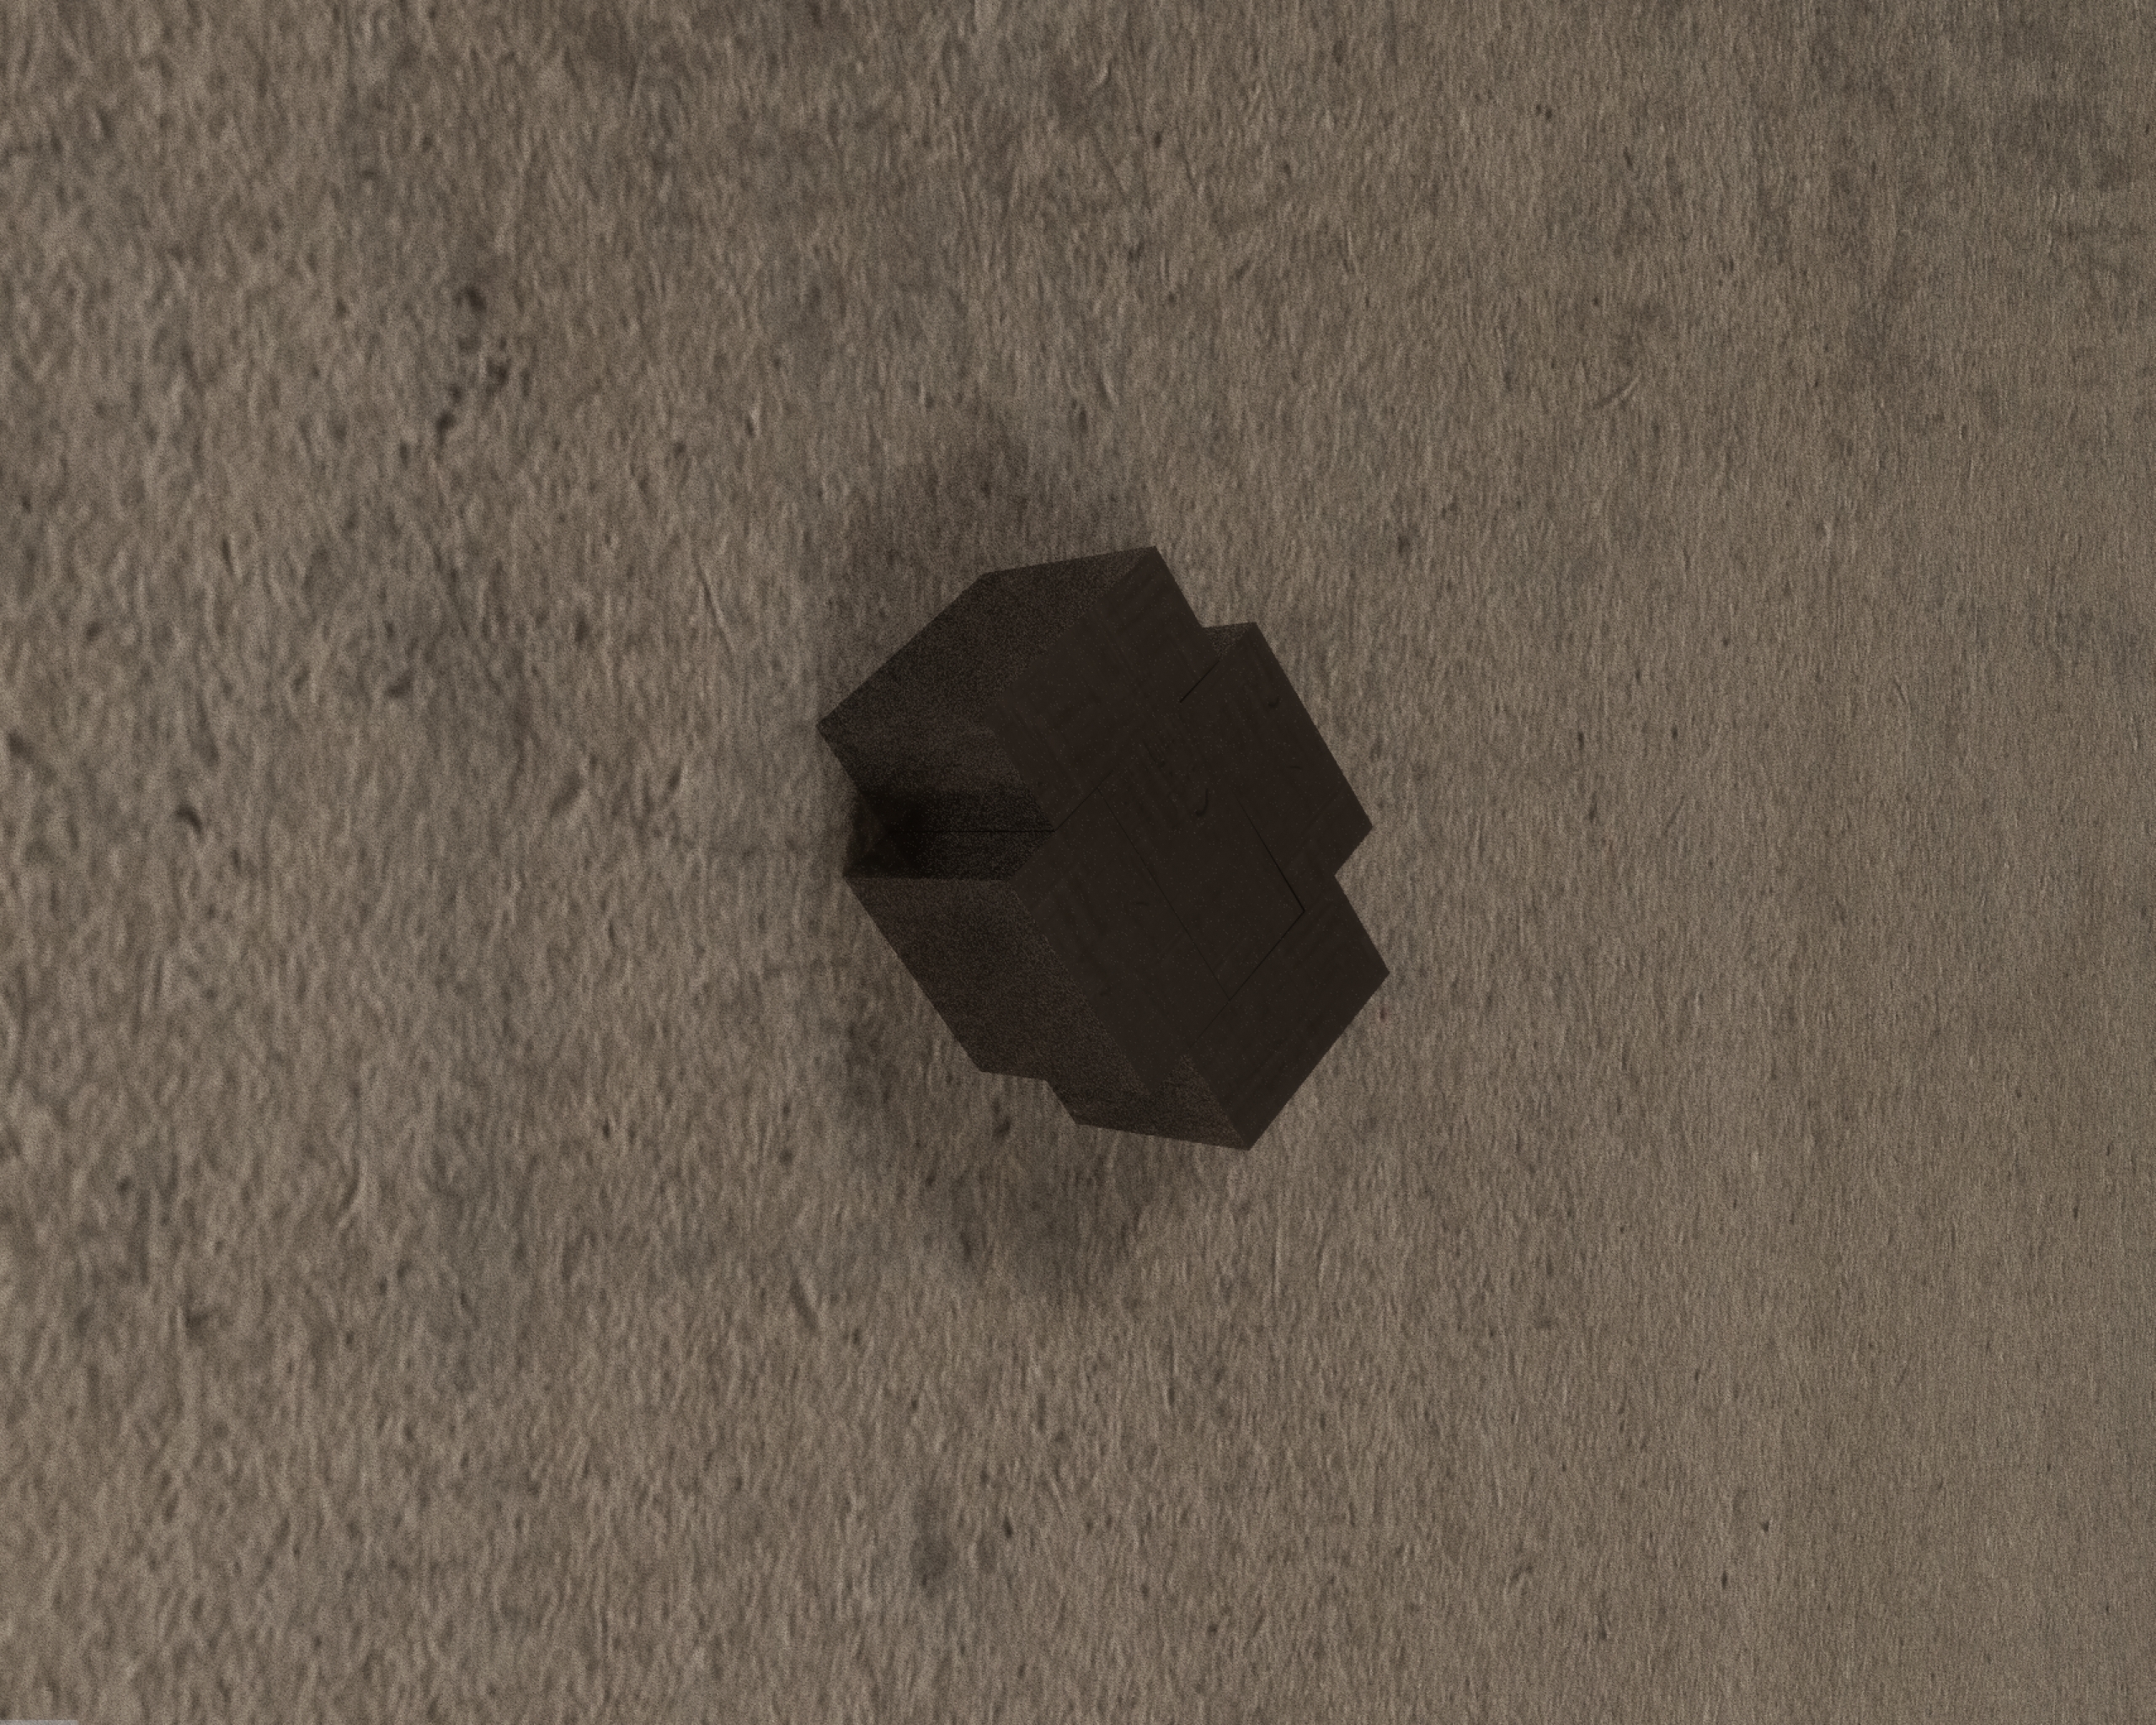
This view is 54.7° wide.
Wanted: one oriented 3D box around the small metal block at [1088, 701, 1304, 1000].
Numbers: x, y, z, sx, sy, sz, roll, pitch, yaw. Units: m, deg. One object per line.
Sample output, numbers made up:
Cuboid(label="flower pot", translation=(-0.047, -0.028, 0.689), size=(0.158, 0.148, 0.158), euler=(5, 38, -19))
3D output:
Cuboid(label="small metal block", translation=(0.007, -0.002, 0.397), size=(0.025, 0.050, 0.050), euler=(-48, 119, -30))

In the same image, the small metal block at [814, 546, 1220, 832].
Cuboid(label="small metal block", translation=(-0.011, -0.031, 0.382), size=(0.050, 0.050, 0.025), euler=(-47, 119, -30))

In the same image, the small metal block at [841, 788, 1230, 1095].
Cuboid(label="small metal block", translation=(-0.008, 0.014, 0.384), size=(0.025, 0.050, 0.050), euler=(-48, 119, -30))

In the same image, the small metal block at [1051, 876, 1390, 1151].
Cuboid(label="small metal block", translation=(0.024, 0.028, 0.412), size=(0.050, 0.050, 0.025), euler=(-47, 119, -30))

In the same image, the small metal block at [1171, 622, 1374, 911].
Cuboid(label="small metal block", translation=(0.022, -0.018, 0.410), size=(0.025, 0.050, 0.050), euler=(-49, 119, -29))
